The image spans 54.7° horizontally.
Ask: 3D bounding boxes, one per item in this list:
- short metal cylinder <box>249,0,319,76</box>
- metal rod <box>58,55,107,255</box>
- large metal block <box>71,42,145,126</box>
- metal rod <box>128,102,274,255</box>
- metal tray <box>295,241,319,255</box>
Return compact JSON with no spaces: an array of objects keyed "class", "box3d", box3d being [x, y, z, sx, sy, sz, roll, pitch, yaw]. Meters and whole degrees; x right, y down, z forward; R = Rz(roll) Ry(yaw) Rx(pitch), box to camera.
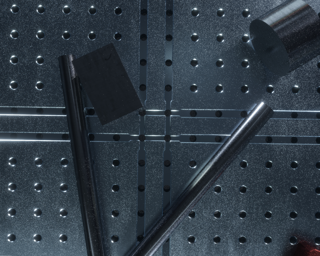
[{"class":"short metal cylinder","box3d":[0.157,-0.112,0.388,0.050,0.080,0.080,-31,90,0]},{"class":"metal rod","box3d":[-0.101,0.053,0.412,0.025,0.025,0.298,-8,90,0]},{"class":"large metal block","box3d":[-0.059,-0.049,0.385,0.050,0.080,0.080,-25,90,0]},{"class":"metal rod","box3d":[0.046,0.087,0.414,0.025,0.025,0.300,40,90,-1]},{"class":"metal tray","box3d":[0.238,0.220,0.414,0.131,0.030,0.090,23,90,-1]}]
